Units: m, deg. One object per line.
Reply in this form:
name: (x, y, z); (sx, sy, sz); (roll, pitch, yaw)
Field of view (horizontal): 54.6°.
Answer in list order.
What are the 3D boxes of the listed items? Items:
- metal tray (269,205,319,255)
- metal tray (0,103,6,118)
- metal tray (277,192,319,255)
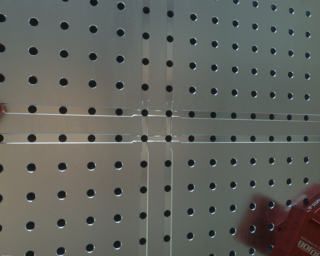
metal tray: (0.236, 0.185, 0.463); (0.130, 0.030, 0.090); (32, 79, -17)
metal tray: (-0.246, -0.021, 0.319); (0.130, 0.030, 0.090); (34, 79, -17)
metal tray: (0.262, 0.167, 0.506); (0.131, 0.030, 0.090); (-30, 100, -18)
